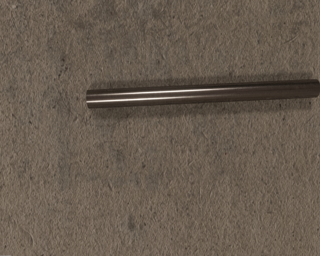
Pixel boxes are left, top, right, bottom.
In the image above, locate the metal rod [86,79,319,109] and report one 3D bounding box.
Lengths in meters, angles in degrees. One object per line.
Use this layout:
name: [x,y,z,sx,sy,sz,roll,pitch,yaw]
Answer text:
metal rod: [0.056,-0.045,0.410,0.302,0.025,0.025,-3,90,-1]
